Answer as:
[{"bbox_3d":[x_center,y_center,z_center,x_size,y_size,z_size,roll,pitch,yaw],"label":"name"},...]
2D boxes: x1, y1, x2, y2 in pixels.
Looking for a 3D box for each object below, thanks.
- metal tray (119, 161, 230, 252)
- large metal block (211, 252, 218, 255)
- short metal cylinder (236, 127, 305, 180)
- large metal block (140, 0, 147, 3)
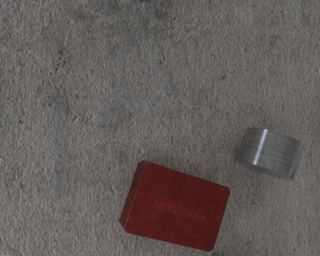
[{"bbox_3d":[0.022,0.105,0.415,0.131,0.030,0.090,20,83,-19],"label":"metal tray"},{"bbox_3d":[0.107,0.226,0.420,0.080,0.080,0.050,39,78,-16],"label":"large metal block"},{"bbox_3d":[0.154,0.037,0.437,0.080,0.080,0.050,23,83,-19],"label":"short metal cylinder"},{"bbox_3d":[-0.012,-0.213,0.375,0.050,0.080,0.080,-35,102,-17],"label":"large metal block"}]
